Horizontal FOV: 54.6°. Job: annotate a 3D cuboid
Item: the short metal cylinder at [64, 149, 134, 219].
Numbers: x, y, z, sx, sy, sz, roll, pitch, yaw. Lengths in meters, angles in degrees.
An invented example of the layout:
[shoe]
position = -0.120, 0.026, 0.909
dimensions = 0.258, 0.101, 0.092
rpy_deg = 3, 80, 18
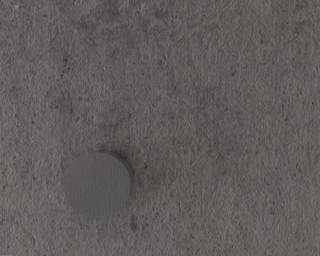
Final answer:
[short metal cylinder]
position = -0.075, 0.069, 0.397
dimensions = 0.080, 0.050, 0.080
rpy_deg = 0, 90, 0
